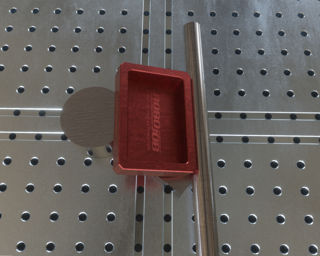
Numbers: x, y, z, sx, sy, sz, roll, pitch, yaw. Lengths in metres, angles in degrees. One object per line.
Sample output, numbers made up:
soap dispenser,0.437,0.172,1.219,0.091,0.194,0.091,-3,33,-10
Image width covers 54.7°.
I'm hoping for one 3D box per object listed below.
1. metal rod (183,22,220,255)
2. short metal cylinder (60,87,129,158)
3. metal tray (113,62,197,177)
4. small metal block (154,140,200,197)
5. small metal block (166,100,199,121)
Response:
metal rod,0.048,-0.001,0.386,0.025,0.025,0.299,-1,70,-1
short metal cylinder,-0.081,-0.006,0.399,0.081,0.050,0.080,0,70,0
metal tray,-0.007,-0.010,0.370,0.091,0.030,0.130,6,69,-19
small metal block,0.022,0.051,0.392,0.050,0.025,0.050,37,74,12
small metal block,0.032,-0.031,0.424,0.050,0.025,0.050,-14,71,-6
